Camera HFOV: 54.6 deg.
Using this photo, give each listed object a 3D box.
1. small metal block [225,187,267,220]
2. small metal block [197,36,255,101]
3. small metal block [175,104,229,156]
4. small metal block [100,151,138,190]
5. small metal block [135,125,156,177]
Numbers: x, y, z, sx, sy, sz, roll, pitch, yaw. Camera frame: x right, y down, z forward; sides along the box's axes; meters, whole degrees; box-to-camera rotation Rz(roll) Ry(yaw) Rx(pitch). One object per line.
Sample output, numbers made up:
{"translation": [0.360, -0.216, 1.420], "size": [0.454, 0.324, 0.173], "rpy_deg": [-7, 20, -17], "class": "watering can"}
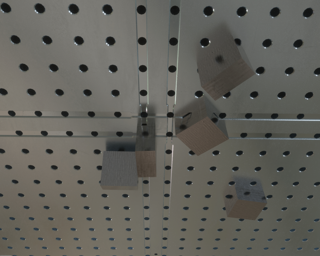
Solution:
{"translation": [0.143, 0.128, 0.521], "size": [0.050, 0.025, 0.050], "rpy_deg": [9, 130, -8], "class": "small metal block"}
{"translation": [0.070, -0.065, 0.340], "size": [0.050, 0.050, 0.025], "rpy_deg": [-35, 122, 26], "class": "small metal block"}
{"translation": [0.056, 0.004, 0.415], "size": [0.050, 0.025, 0.050], "rpy_deg": [-32, 123, 24], "class": "small metal block"}
{"translation": [-0.056, 0.061, 0.443], "size": [0.050, 0.050, 0.025], "rpy_deg": [2, 156, -1], "class": "small metal block"}
{"translation": [-0.018, 0.032, 0.422], "size": [0.025, 0.050, 0.050], "rpy_deg": [-1, 130, 0], "class": "small metal block"}
